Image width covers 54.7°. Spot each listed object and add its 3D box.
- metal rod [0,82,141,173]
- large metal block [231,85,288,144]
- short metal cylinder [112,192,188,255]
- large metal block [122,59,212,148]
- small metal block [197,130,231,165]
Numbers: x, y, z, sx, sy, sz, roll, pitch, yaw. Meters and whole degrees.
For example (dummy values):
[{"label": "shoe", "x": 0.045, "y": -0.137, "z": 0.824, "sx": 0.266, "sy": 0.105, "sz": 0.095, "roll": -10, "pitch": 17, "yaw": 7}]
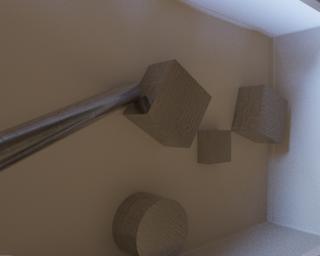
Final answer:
[{"label": "metal rod", "x": -0.090, "y": 0.001, "z": 0.249, "sx": 0.301, "sy": 0.025, "sz": 0.025, "roll": -40, "pitch": 118, "yaw": -62}, {"label": "large metal block", "x": 0.175, "y": -0.022, "z": 0.541, "sx": 0.080, "sy": 0.050, "sz": 0.080, "roll": 22, "pitch": 76, "yaw": -38}, {"label": "short metal cylinder", "x": -0.011, "y": 0.123, "z": 0.383, "sx": 0.081, "sy": 0.050, "sz": 0.079, "roll": 0, "pitch": 90, "yaw": -40}, {"label": "large metal block", "x": 0.012, "y": -0.029, "z": 0.402, "sx": 0.080, "sy": 0.050, "sz": 0.080, "roll": 39, "pitch": 66, "yaw": -34}, {"label": "small metal block", "x": 0.085, "y": 0.028, "z": 0.480, "sx": 0.050, "sy": 0.025, "sz": 0.050, "roll": -1, "pitch": 91, "yaw": -40}]
